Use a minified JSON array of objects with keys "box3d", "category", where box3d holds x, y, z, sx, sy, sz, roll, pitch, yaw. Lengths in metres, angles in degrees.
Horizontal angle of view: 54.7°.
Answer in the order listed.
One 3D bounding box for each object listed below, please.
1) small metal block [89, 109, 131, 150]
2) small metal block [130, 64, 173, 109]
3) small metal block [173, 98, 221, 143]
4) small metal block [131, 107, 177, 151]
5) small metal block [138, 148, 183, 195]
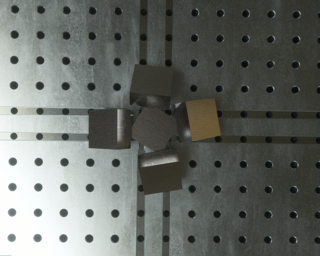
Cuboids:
[{"box3d":[-0.065,0.002,0.401,0.050,0.025,0.050,0,90,34],"category":"small metal block"},{"box3d":[-0.011,-0.054,0.401,0.050,0.025,0.050,6,54,0],"category":"small metal block"},{"box3d":[0.048,-0.010,0.402,0.050,0.025,0.050,-10,90,-35],"category":"small metal block"},{"box3d":[-0.008,0.001,0.413,0.050,0.025,0.050,31,90,-1],"category":"small metal block"},{"box3d":[0.001,0.057,0.401,0.050,0.025,0.050,-9,126,0],"category":"small metal block"}]
